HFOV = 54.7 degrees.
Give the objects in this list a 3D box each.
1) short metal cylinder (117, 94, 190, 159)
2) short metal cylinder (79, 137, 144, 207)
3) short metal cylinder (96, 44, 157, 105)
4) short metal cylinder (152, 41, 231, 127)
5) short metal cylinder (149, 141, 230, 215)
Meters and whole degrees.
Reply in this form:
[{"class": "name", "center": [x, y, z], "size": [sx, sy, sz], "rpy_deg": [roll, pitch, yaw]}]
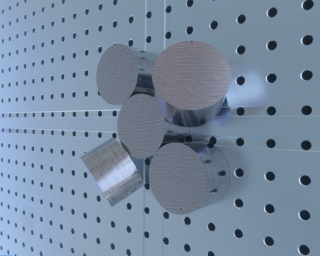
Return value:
[{"class": "short metal cylinder", "center": [-0.009, -0.002, 0.398], "size": [0.080, 0.050, 0.079], "rpy_deg": [0, 90, 39]}, {"class": "short metal cylinder", "center": [-0.066, 0.059, 0.418], "size": [0.080, 0.050, 0.080], "rpy_deg": [50, 161, 25]}, {"class": "short metal cylinder", "center": [-0.042, -0.070, 0.425], "size": [0.080, 0.050, 0.079], "rpy_deg": [0, 90, 39]}, {"class": "short metal cylinder", "center": [0.033, -0.047, 0.338], "size": [0.080, 0.050, 0.080], "rpy_deg": [-1, 70, 2]}, {"class": "short metal cylinder", "center": [0.034, 0.056, 0.363], "size": [0.080, 0.050, 0.079], "rpy_deg": [0, 90, 39]}]
